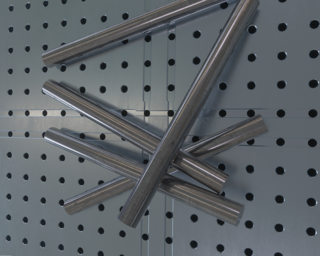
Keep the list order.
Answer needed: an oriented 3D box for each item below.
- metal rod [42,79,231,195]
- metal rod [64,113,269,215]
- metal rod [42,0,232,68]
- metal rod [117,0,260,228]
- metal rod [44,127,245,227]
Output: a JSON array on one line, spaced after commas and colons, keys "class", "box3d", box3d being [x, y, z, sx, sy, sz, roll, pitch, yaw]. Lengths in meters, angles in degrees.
[{"class": "metal rod", "box3d": [-0.047, 0.001, 0.412, 0.300, 0.025, 0.025, 28, 99, 24]}, {"class": "metal rod", "box3d": [-0.005, 0.056, 0.414, 0.300, 0.025, 0.025, -26, 82, 18]}, {"class": "metal rod", "box3d": [-0.034, -0.139, 0.424, 0.300, 0.025, 0.025, -15, 85, 19]}, {"class": "metal rod", "box3d": [0.036, -0.024, 0.362, 0.025, 0.025, 0.299, 28, 85, 18]}, {"class": "metal rod", "box3d": [-0.040, 0.052, 0.402, 0.300, 0.025, 0.025, 18, 96, 28]}]
